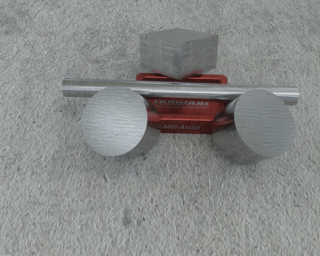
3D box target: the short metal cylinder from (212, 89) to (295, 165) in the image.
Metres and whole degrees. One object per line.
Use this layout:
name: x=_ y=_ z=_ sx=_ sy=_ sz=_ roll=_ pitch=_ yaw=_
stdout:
short metal cylinder: x=0.110 y=0.000 z=0.368 sx=0.081 sy=0.050 sz=0.080 roll=6 pitch=72 yaw=-18

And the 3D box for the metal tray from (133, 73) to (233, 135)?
metal tray: x=0.030 y=-0.036 z=0.432 sx=0.131 sy=0.030 sz=0.090 roll=2 pitch=50 yaw=1

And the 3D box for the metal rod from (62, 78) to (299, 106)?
metal rod: x=0.025 y=-0.048 z=0.406 sx=0.302 sy=0.025 sz=0.025 roll=2 pitch=50 yaw=2

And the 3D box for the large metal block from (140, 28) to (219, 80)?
large metal block: x=0.028 y=-0.112 z=0.455 sx=0.080 sy=0.050 sz=0.081 roll=24 pitch=36 yaw=39

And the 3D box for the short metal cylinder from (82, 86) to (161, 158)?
short metal cylinder: x=-0.044 y=-0.005 z=0.369 sx=0.080 sy=0.050 sz=0.080 roll=-3 pitch=81 yaw=17
